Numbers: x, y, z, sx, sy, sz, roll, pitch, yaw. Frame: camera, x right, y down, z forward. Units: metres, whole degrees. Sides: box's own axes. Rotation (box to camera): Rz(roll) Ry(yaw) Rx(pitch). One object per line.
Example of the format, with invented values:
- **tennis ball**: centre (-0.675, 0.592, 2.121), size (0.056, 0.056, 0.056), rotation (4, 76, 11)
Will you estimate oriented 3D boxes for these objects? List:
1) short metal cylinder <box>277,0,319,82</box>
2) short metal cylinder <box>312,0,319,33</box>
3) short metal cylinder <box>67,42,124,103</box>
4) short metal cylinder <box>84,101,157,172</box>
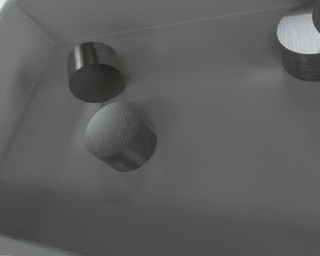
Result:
- **short metal cylinder**: centre (0.181, -0.100, 0.356), size (0.080, 0.050, 0.080), rotation (-13, 56, 21)
- **short metal cylinder**: centre (0.188, -0.119, 0.281), size (0.080, 0.080, 0.050), rotation (14, 70, 34)
- **short metal cylinder**: centre (-0.099, -0.084, 0.474), size (0.080, 0.080, 0.050), rotation (-26, 53, 12)
- **short metal cylinder**: centre (-0.051, 0.012, 0.409), size (0.080, 0.050, 0.080), rotation (-13, 56, 21)
